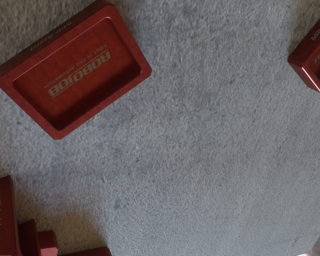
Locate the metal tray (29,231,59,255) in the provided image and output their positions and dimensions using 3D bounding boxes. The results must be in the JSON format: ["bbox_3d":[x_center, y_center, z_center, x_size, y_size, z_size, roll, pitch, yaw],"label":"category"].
[{"bbox_3d":[-0.198,0.203,0.422,0.091,0.030,0.129,5,116,-31],"label":"metal tray"}]

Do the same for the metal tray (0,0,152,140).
[{"bbox_3d":[-0.084,-0.058,0.322,0.130,0.030,0.090,-36,130,-4],"label":"metal tray"}]

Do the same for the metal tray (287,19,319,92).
[{"bbox_3d":[0.265,-0.128,0.472,0.090,0.030,0.130,31,101,-38],"label":"metal tray"}]

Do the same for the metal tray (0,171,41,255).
[{"bbox_3d":[-0.162,0.121,0.343,0.030,0.130,0.089,-20,126,-17],"label":"metal tray"}]

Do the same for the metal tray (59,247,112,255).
[{"bbox_3d":[-0.130,0.252,0.490,0.091,0.030,0.129,0,118,-29],"label":"metal tray"}]
